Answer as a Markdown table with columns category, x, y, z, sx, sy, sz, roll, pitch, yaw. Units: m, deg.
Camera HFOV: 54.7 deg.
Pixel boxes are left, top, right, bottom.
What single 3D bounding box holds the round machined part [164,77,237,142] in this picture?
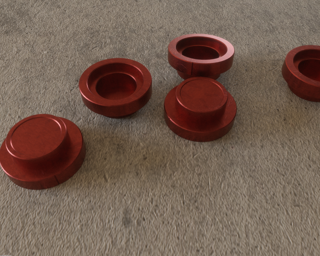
| category | x | y | z | sx | sy | sz | roll | pitch | yaw |
| --- | --- | --- | --- | --- | --- | --- | --- | --- | --- |
| round machined part | 0.055 | -0.032 | 0.419 | 0.099 | 0.042 | 0.098 | 0 | 50 | 0 |

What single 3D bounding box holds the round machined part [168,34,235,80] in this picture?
| category | x | y | z | sx | sy | sz | roll | pitch | yaw |
| --- | --- | --- | --- | --- | --- | --- | --- | --- | --- |
| round machined part | 0.061 | -0.104 | 0.473 | 0.099 | 0.042 | 0.098 | 1 | 41 | 0 |

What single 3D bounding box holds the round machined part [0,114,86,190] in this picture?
| category | x | y | z | sx | sy | sz | roll | pitch | yaw |
| --- | --- | --- | --- | --- | --- | --- | --- | --- | --- |
| round machined part | -0.143 | 0.021 | 0.373 | 0.099 | 0.042 | 0.098 | 0 | 50 | 0 |

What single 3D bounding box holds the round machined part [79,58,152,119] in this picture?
| category | x | y | z | sx | sy | sz | roll | pitch | yaw |
| --- | --- | --- | --- | --- | --- | --- | --- | --- | --- |
| round machined part | -0.060 | -0.052 | 0.435 | 0.099 | 0.042 | 0.098 | 0 | 50 | 0 |

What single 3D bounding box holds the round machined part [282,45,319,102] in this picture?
| category | x | y | z | sx | sy | sz | roll | pitch | yaw |
| --- | --- | --- | --- | --- | --- | --- | --- | --- | --- |
| round machined part | 0.230 | -0.076 | 0.458 | 0.099 | 0.042 | 0.098 | 0 | 50 | 0 |
